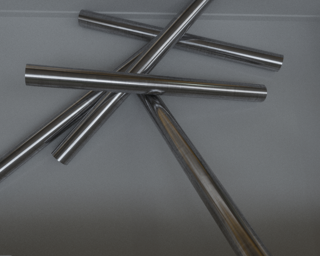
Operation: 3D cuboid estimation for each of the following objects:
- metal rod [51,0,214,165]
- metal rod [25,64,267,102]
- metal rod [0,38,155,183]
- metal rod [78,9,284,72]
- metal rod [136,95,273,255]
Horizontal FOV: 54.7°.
[{"bbox_3d":[-0.030,-0.073,0.406,0.025,0.025,0.300,40,85,13],"label":"metal rod"},{"bbox_3d":[-0.004,-0.054,0.388,0.302,0.025,0.025,2,69,-16],"label":"metal rod"},{"bbox_3d":[-0.106,-0.027,0.411,0.301,0.025,0.025,-40,75,-11],"label":"metal rod"},{"bbox_3d":[0.027,-0.130,0.457,0.302,0.025,0.025,14,71,4],"label":"metal rod"},{"bbox_3d":[0.030,0.031,0.336,0.025,0.025,0.300,-25,48,-9],"label":"metal rod"}]
